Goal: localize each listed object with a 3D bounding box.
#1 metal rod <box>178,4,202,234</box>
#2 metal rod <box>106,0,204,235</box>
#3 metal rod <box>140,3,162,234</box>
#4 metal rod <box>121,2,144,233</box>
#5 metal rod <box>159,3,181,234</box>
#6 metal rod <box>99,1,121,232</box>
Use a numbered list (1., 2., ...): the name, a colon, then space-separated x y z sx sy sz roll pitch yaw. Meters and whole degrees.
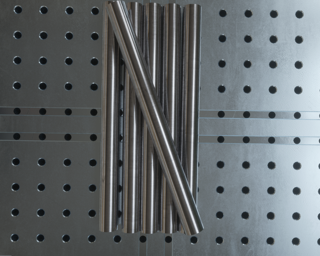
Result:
1. metal rod: 0.040 -0.012 0.414 0.025 0.025 0.298 1 90 0
2. metal rod: -0.006 -0.012 0.388 0.025 0.025 0.299 -19 90 0
3. metal rod: -0.012 -0.013 0.412 0.025 0.025 0.298 1 90 0
4. metal rod: -0.037 -0.013 0.412 0.025 0.025 0.298 1 90 0
5. metal rod: 0.013 -0.012 0.414 0.025 0.025 0.298 1 90 0
6. metal rod: -0.066 -0.015 0.412 0.025 0.025 0.298 1 90 0
